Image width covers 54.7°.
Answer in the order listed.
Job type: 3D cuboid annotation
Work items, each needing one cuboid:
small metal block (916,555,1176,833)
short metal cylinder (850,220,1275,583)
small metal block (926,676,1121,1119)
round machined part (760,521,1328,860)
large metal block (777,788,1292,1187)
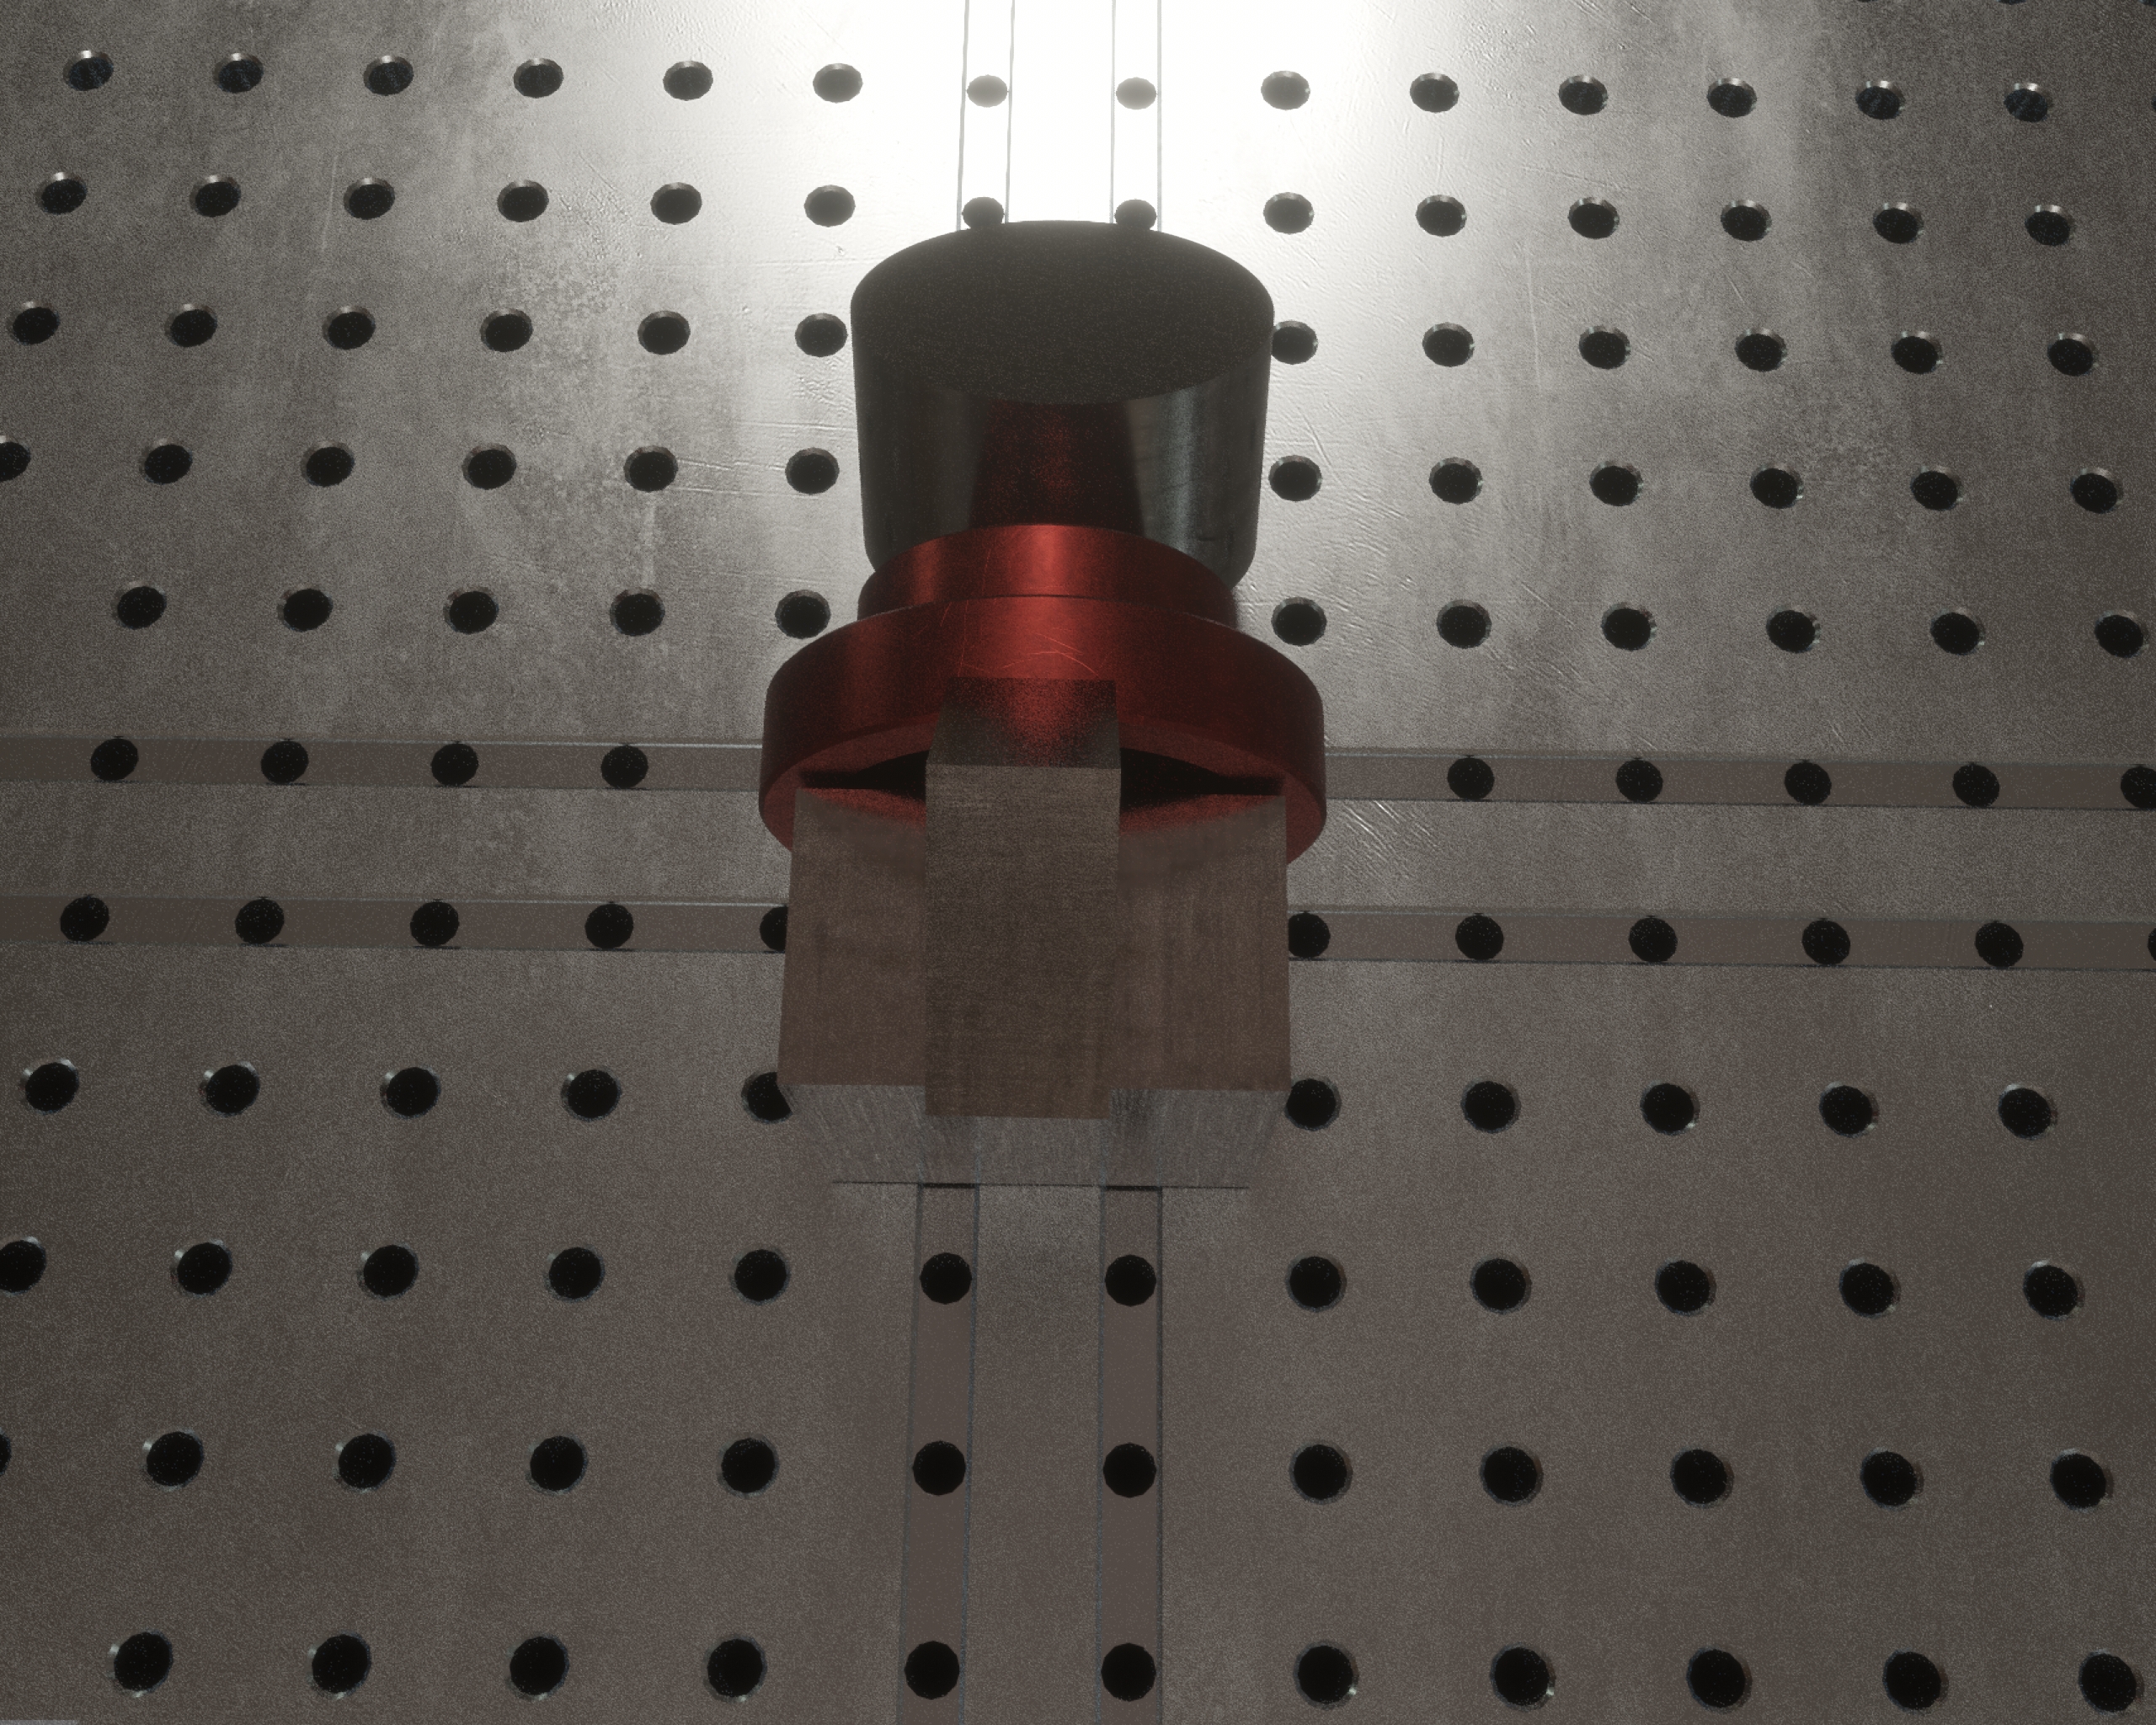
[{"bbox_3d":[-0.006,-0.034,0.423,0.050,0.025,0.050,1,70,0],"label":"small metal block"},{"bbox_3d":[-0.003,-0.087,0.412,0.081,0.050,0.080,1,40,-1],"label":"short metal cylinder"},{"bbox_3d":[-0.008,0.003,0.301,0.025,0.050,0.050,1,108,0],"label":"small metal block"},{"bbox_3d":[-0.006,-0.026,0.371,0.099,0.098,0.042,1,70,0],"label":"round machined part"},{"bbox_3d":[-0.007,0.025,0.372,0.081,0.080,0.050,1,70,0],"label":"large metal block"}]
